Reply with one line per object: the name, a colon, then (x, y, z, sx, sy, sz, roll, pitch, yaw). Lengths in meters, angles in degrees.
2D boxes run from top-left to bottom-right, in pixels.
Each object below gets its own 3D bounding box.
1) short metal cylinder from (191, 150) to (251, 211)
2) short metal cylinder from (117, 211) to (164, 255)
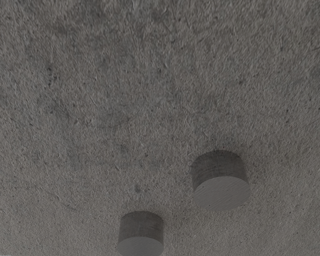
short metal cylinder: (0.088, 0.079, 0.458, 0.081, 0.050, 0.079, 0, 130, 0)
short metal cylinder: (-0.034, 0.193, 0.555, 0.081, 0.050, 0.079, 0, 130, 0)
